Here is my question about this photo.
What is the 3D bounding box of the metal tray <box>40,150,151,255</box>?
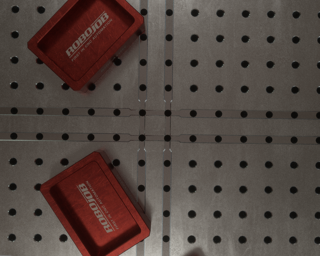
[{"bbox_3d":[-0.083,0.105,0.409,0.090,0.030,0.130,-33,90,-1],"label":"metal tray"}]

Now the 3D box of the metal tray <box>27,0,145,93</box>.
[{"bbox_3d":[-0.095,-0.122,0.409,0.090,0.030,0.130,43,90,-1],"label":"metal tray"}]
